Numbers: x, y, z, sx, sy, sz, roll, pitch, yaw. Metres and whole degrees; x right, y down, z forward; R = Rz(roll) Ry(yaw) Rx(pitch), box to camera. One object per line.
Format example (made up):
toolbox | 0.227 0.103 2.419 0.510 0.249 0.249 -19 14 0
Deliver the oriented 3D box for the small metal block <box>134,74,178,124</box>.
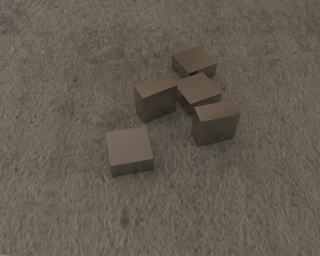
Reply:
small metal block | -0.005 -0.039 0.420 0.050 0.050 0.025 -23 54 -19

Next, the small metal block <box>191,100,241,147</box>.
small metal block | 0.069 -0.005 0.392 0.050 0.050 0.025 -11 51 -10

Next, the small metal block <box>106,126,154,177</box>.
small metal block | -0.037 0.028 0.379 0.050 0.025 0.050 -9 51 -8

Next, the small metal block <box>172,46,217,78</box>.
small metal block | 0.053 -0.098 0.487 0.050 0.025 0.050 -23 54 -19

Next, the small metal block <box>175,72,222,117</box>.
small metal block | 0.052 -0.049 0.445 0.050 0.025 0.050 -20 53 -17
